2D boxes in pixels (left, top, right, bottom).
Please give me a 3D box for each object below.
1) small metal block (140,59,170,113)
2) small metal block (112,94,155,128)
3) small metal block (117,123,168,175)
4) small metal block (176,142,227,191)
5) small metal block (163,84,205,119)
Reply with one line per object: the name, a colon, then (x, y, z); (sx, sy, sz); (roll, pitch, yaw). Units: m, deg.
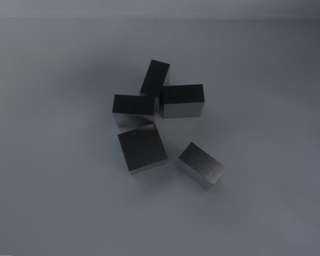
small metal block: (-0.006, -0.055, 0.416); (0.025, 0.050, 0.050); (16, 71, 6)
small metal block: (-0.032, -0.020, 0.403); (0.050, 0.050, 0.025); (4, 70, 1)
small metal block: (-0.022, 0.027, 0.399); (0.050, 0.025, 0.050); (-18, 71, -7)
small metal block: (0.049, 0.048, 0.379); (0.050, 0.050, 0.025); (37, 74, 12)
small metal block: (0.029, -0.034, 0.409); (0.050, 0.050, 0.025); (-3, 71, -2)
